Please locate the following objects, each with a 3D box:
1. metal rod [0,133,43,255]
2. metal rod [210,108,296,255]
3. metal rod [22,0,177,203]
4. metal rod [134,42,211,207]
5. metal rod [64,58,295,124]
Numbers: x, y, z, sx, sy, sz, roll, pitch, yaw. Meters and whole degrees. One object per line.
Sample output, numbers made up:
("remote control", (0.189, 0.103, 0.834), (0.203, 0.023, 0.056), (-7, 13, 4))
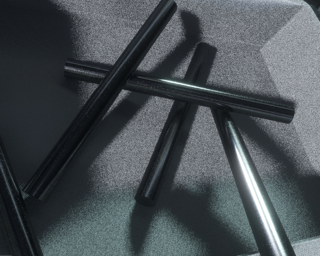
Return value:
("metal rod", (-0.169, 0.015, 0.305), (0.025, 0.025, 0.299), (-16, 70, -35))
("metal rod", (0.089, 0.028, 0.357), (0.025, 0.025, 0.300), (24, 27, -14))
("metal rod", (-0.055, -0.051, 0.364), (0.025, 0.025, 0.300), (33, 65, -7))
("metal rod", (0.029, -0.027, 0.439), (0.025, 0.025, 0.300), (30, 52, -9))
("metal rod", (0.030, -0.047, 0.407), (0.302, 0.025, 0.025), (11, 56, -6))
